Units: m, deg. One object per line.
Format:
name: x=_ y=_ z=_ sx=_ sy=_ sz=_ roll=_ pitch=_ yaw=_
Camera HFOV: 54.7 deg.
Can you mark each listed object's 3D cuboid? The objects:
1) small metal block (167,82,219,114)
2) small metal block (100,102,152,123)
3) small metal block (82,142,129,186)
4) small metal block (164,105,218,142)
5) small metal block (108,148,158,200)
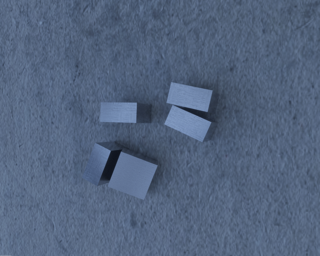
small metal block: x=0.042 y=-0.036 z=0.380 sx=0.050 sy=0.050 sz=0.025 roll=14 pitch=95 yaw=19
small metal block: x=-0.044 y=-0.020 z=0.410 sx=0.050 sy=0.050 sz=0.025 roll=2 pitch=91 yaw=19
small metal block: x=-0.073 y=0.047 z=0.420 sx=0.025 sy=0.050 sz=0.050 roll=25 pitch=98 yaw=19
small metal block: x=0.040 y=-0.006 z=0.381 sx=0.050 sy=0.050 sz=0.025 roll=26 pitch=99 yaw=18
small metal block: x=-0.035 y=0.060 z=0.412 sx=0.050 sy=0.025 sz=0.050 roll=21 pitch=97 yaw=-2
